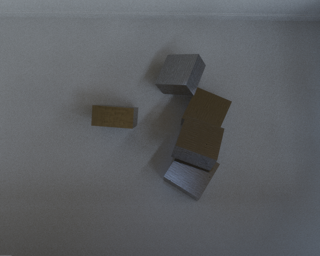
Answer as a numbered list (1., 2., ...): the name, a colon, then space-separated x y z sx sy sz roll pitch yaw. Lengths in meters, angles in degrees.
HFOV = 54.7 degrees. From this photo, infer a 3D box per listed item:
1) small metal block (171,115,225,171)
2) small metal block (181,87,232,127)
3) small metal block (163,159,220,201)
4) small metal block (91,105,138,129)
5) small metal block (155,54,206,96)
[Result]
1. small metal block: 0.047 0.018 0.378 0.050 0.025 0.050 20 51 2
2. small metal block: 0.062 -0.020 0.417 0.050 0.025 0.050 24 72 8
3. small metal block: 0.039 0.056 0.389 0.050 0.025 0.050 31 73 10
4. small metal block: -0.056 -0.015 0.398 0.050 0.050 0.025 4 95 1
5. small metal block: 0.028 -0.073 0.425 0.050 0.025 0.050 8 67 36
